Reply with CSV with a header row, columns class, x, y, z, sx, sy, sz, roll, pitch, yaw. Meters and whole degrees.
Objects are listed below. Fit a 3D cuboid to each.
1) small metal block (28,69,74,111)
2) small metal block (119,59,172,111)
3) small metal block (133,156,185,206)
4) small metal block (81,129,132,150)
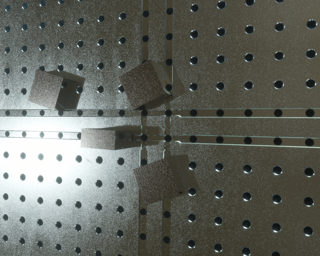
class,x,y,z,sx,sy,sz,roll,pitch,yaw
small metal block,-0.165,-0.057,0.469,0.050,0.025,0.050,20,97,18
small metal block,-0.020,-0.057,0.419,0.050,0.025,0.050,-26,82,17
small metal block,-0.001,0.070,0.412,0.050,0.025,0.050,-22,83,18
small metal block,-0.072,0.014,0.424,0.050,0.050,0.025,3,91,19
